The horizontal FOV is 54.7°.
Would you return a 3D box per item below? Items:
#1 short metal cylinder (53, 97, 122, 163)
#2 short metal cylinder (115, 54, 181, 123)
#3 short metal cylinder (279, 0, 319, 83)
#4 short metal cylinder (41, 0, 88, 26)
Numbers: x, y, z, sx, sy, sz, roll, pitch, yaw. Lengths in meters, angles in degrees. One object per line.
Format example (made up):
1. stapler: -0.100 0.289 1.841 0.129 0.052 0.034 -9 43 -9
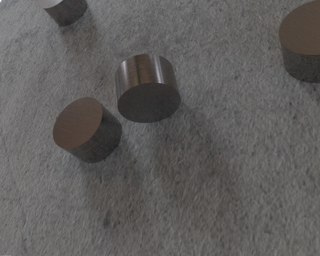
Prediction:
1. short metal cylinder: -0.102 0.004 0.437 0.080 0.050 0.080 -13 56 20
2. short metal cylinder: -0.017 -0.050 0.407 0.080 0.080 0.050 -21 54 15
3. short metal cylinder: 0.181 -0.098 0.353 0.080 0.050 0.080 -13 56 20
4. short metal cylinder: -0.201 -0.262 0.651 0.080 0.050 0.080 -13 56 20
